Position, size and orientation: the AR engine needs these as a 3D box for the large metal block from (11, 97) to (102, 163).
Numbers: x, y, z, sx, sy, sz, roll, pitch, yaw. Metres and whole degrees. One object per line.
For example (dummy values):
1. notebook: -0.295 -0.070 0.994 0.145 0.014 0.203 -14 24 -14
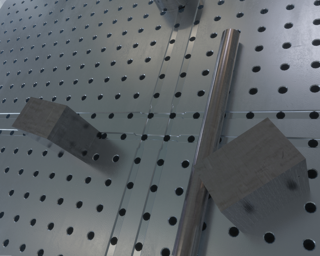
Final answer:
1. large metal block: -0.147 0.003 0.449 0.080 0.080 0.050 13 69 33

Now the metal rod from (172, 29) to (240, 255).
1. metal rod: 0.062 0.001 0.375 0.025 0.025 0.300 2 62 29

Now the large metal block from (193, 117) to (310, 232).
1. large metal block: 0.090 0.048 0.296 0.080 0.080 0.050 -34 51 6

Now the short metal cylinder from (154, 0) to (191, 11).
1. short metal cylinder: 0.019 -0.251 0.536 0.080 0.050 0.080 -13 56 21
